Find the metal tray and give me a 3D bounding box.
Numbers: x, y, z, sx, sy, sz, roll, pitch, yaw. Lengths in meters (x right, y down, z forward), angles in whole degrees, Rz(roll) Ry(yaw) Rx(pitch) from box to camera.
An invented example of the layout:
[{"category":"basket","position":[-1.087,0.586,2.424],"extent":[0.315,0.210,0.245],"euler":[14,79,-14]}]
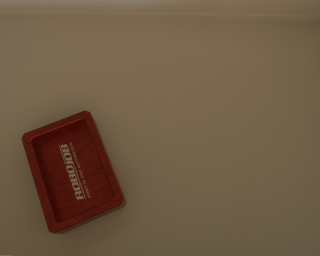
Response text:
[{"category":"metal tray","position":[-0.107,0.052,0.387],"extent":[0.090,0.030,0.130],"euler":[-22,72,-8]}]
